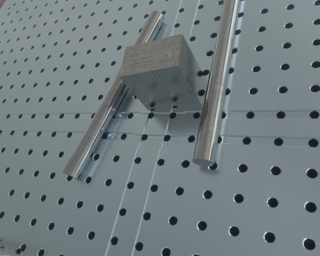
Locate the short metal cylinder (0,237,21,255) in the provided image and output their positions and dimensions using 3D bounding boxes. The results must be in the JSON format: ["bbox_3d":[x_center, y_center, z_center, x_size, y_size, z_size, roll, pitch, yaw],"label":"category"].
[{"bbox_3d":[-0.231,0.181,0.403,0.080,0.050,0.080,-13,56,21],"label":"short metal cylinder"}]

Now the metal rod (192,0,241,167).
[{"bbox_3d":[0.083,-0.092,0.420,0.025,0.025,0.300,0,62,28],"label":"metal rod"}]

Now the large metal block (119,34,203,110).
[{"bbox_3d":[0.005,-0.071,0.414,0.080,0.080,0.050,-6,59,25],"label":"large metal block"}]

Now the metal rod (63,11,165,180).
[{"bbox_3d":[-0.064,-0.061,0.479,0.025,0.025,0.300,12,68,33],"label":"metal rod"}]
